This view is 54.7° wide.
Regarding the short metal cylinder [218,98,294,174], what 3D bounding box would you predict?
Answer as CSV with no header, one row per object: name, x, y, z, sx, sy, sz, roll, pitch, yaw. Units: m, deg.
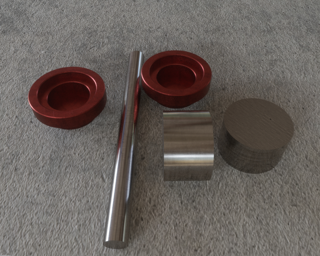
short metal cylinder,0.115,0.009,0.381,0.081,0.050,0.080,0,50,0

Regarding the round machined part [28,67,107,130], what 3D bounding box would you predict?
round machined part,-0.122,-0.036,0.421,0.099,0.042,0.098,0,50,0

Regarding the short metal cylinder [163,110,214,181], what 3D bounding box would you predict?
short metal cylinder,0.029,0.020,0.351,0.050,0.080,0.080,0,50,-1

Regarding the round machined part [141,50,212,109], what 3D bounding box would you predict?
round machined part,0.023,-0.066,0.448,0.099,0.042,0.098,0,50,0

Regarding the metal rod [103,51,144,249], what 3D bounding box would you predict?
metal rod,-0.041,0.001,0.402,0.025,0.025,0.300,1,50,0
